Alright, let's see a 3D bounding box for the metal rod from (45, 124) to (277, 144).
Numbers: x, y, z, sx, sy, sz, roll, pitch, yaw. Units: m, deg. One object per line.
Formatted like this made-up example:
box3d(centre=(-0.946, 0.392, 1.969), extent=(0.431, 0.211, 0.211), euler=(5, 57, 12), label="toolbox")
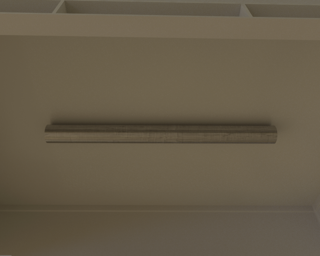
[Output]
box3d(centre=(0.002, 0.008, 0.414), extent=(0.302, 0.025, 0.025), euler=(0, 130, -1), label="metal rod")
